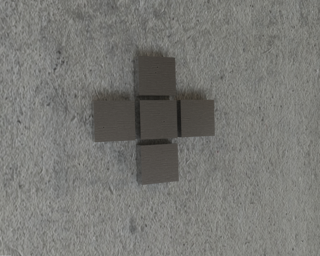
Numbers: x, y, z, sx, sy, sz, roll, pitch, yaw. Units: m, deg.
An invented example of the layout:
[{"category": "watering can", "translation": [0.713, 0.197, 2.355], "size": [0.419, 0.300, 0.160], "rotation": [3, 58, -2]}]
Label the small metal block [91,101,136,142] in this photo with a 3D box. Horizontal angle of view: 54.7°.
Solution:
[{"category": "small metal block", "translation": [-0.059, -0.009, 0.389], "size": [0.050, 0.025, 0.050], "rotation": [-2, 91, -20]}]

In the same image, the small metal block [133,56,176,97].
[{"category": "small metal block", "translation": [-0.007, -0.067, 0.408], "size": [0.050, 0.025, 0.050], "rotation": [-2, 91, -20]}]

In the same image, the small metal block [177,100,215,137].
[{"category": "small metal block", "translation": [0.047, -0.013, 0.429], "size": [0.050, 0.025, 0.050], "rotation": [-2, 91, -20]}]

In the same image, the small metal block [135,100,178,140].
[{"category": "small metal block", "translation": [-0.006, -0.011, 0.409], "size": [0.050, 0.025, 0.050], "rotation": [-2, 91, -20]}]

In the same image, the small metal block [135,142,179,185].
[{"category": "small metal block", "translation": [-0.004, 0.046, 0.410], "size": [0.050, 0.025, 0.050], "rotation": [-2, 91, -20]}]
